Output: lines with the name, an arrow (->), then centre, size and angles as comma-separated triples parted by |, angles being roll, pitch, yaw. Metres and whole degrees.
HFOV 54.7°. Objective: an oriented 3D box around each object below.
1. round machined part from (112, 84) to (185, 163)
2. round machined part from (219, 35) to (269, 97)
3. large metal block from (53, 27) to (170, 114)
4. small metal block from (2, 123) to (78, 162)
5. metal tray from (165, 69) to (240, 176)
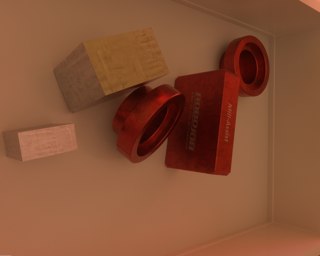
round machined part -> -0.017, -0.010, 0.361 | 0.098, 0.042, 0.098 | -46, 161, -20
round machined part -> 0.136, -0.100, 0.512 | 0.099, 0.042, 0.097 | 0, 90, -40
large metal block -> -0.052, -0.059, 0.324 | 0.081, 0.080, 0.050 | -26, 97, -37
small metal block -> -0.115, 0.012, 0.295 | 0.050, 0.050, 0.025 | -12, 98, -40
metal tray -> 0.054, -0.007, 0.411 | 0.030, 0.090, 0.129 | 12, 82, -40
